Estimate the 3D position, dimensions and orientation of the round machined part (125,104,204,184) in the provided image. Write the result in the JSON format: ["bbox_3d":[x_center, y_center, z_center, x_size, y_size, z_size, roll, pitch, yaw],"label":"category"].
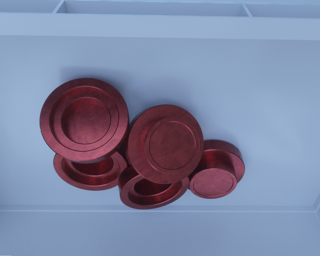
[{"bbox_3d":[0.009,0.020,0.377,0.099,0.042,0.097,0,91,-17],"label":"round machined part"}]

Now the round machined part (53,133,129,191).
[{"bbox_3d":[-0.092,0.040,0.427,0.099,0.042,0.097,-1,130,0],"label":"round machined part"}]

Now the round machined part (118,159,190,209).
[{"bbox_3d":[-0.011,0.072,0.442,0.099,0.042,0.097,-10,137,-9],"label":"round machined part"}]

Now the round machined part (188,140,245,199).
[{"bbox_3d":[0.075,0.067,0.453,0.099,0.042,0.097,-1,130,0],"label":"round machined part"}]

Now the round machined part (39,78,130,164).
[{"bbox_3d":[-0.085,-0.006,0.366,0.099,0.098,0.042,2,166,-2],"label":"round machined part"}]
